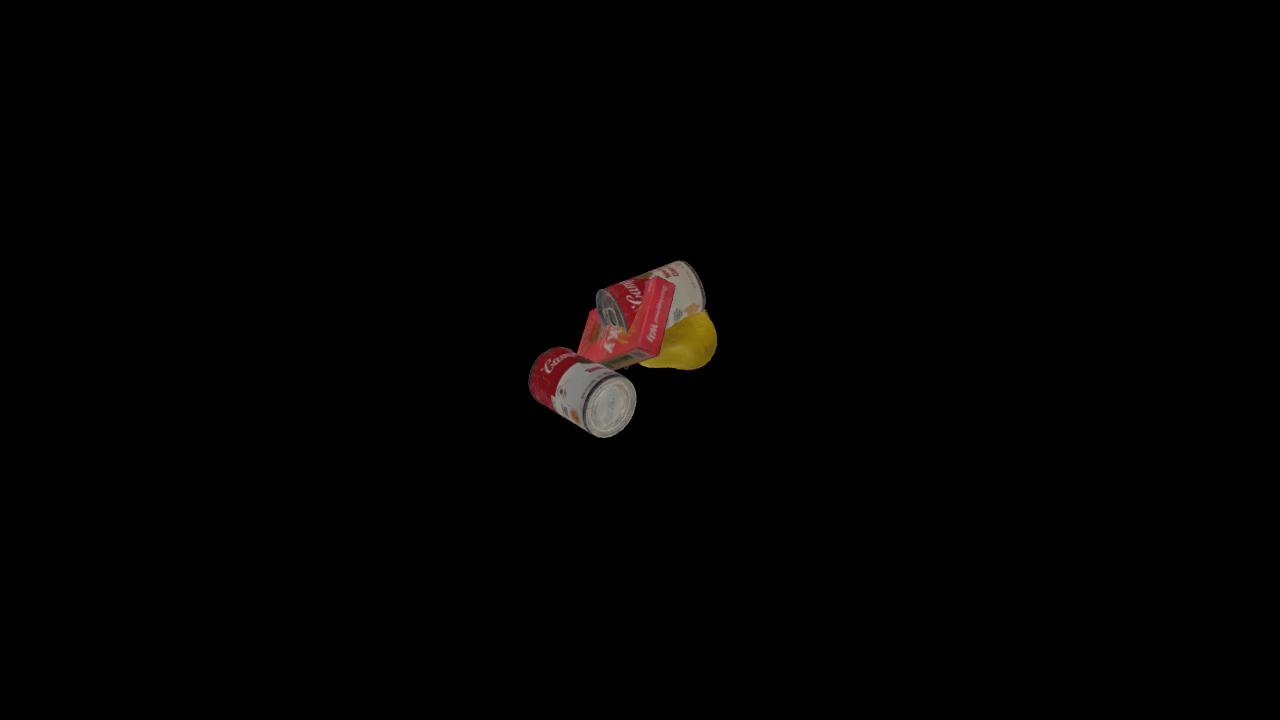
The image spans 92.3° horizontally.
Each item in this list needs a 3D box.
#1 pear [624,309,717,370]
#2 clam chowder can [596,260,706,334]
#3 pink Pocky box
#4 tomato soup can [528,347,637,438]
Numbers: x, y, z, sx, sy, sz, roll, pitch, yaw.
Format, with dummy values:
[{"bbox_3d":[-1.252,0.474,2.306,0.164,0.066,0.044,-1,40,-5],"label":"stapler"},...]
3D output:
[{"bbox_3d":[0.029,-0.019,0.696,0.111,0.080,0.080,-18,3,-8],"label":"pear"},{"bbox_3d":[0.012,-0.062,0.672,0.102,0.068,0.068,-23,8,-21],"label":"clam chowder can"},{"bbox_3d":[-0.022,-0.032,0.684,0.029,0.084,0.155,24,-22,-26],"label":"pink Pocky box"},{"bbox_3d":[-0.060,0.032,0.635,0.068,0.068,0.101,0,17,-43],"label":"tomato soup can"}]
